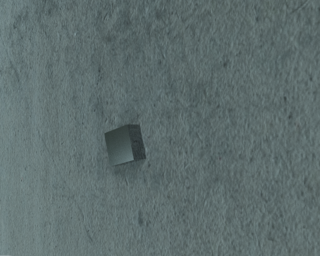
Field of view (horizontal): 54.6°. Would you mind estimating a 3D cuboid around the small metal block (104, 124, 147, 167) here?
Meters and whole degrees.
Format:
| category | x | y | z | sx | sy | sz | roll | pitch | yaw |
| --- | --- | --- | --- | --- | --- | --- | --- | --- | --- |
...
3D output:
| category | x | y | z | sx | sy | sz | roll | pitch | yaw |
| --- | --- | --- | --- | --- | --- | --- | --- | --- | --- |
| small metal block | -0.051 | 0.025 | 0.448 | 0.050 | 0.025 | 0.050 | -19 | 78 | 38 |
